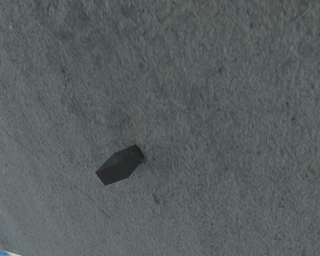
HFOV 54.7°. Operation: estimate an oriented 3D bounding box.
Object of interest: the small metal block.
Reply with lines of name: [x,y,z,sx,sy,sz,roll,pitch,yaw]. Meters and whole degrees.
small metal block: [-0.058,0.054,0.453,0.050,0.050,0.025,-24,105,36]
